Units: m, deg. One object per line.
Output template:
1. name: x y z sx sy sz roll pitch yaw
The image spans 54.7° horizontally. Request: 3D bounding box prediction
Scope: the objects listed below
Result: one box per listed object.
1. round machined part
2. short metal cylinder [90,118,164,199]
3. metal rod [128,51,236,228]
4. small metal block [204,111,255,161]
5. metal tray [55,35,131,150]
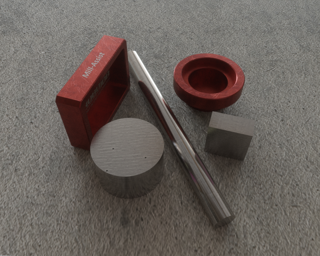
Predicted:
1. round machined part: 0.068 -0.061 0.446 0.099 0.042 0.098 0 50 0
2. short metal cylinder: -0.036 0.035 0.359 0.081 0.050 0.080 0 50 0
3. metal rod: 0.011 -0.008 0.412 0.025 0.025 0.300 -17 52 -14
4. small metal block: 0.083 0.010 0.377 0.050 0.050 0.025 13 51 10
5. metal tray: -0.079 -0.047 0.401 0.030 0.089 0.130 14 51 11
